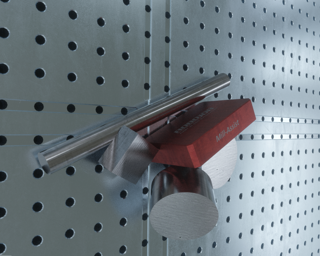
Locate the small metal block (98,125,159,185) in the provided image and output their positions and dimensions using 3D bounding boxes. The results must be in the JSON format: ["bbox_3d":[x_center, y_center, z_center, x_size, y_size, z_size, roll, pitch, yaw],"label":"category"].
[{"bbox_3d":[-0.035,0.032,0.359,0.050,0.025,0.050,-56,143,-7],"label":"small metal block"}]

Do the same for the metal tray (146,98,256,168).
[{"bbox_3d":[0.053,0.002,0.406,0.131,0.090,0.030,-33,111,-35],"label":"metal tray"}]

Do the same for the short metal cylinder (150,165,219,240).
[{"bbox_3d":[0.028,0.092,0.384,0.080,0.080,0.050,55,17,-26],"label":"short metal cylinder"}]

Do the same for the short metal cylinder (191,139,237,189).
[{"bbox_3d":[0.065,0.040,0.436,0.081,0.050,0.079,-11,106,-42],"label":"short metal cylinder"}]

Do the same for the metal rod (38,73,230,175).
[{"bbox_3d":[-0.008,-0.020,0.398,0.302,0.025,0.025,-27,107,-37],"label":"metal rod"}]
